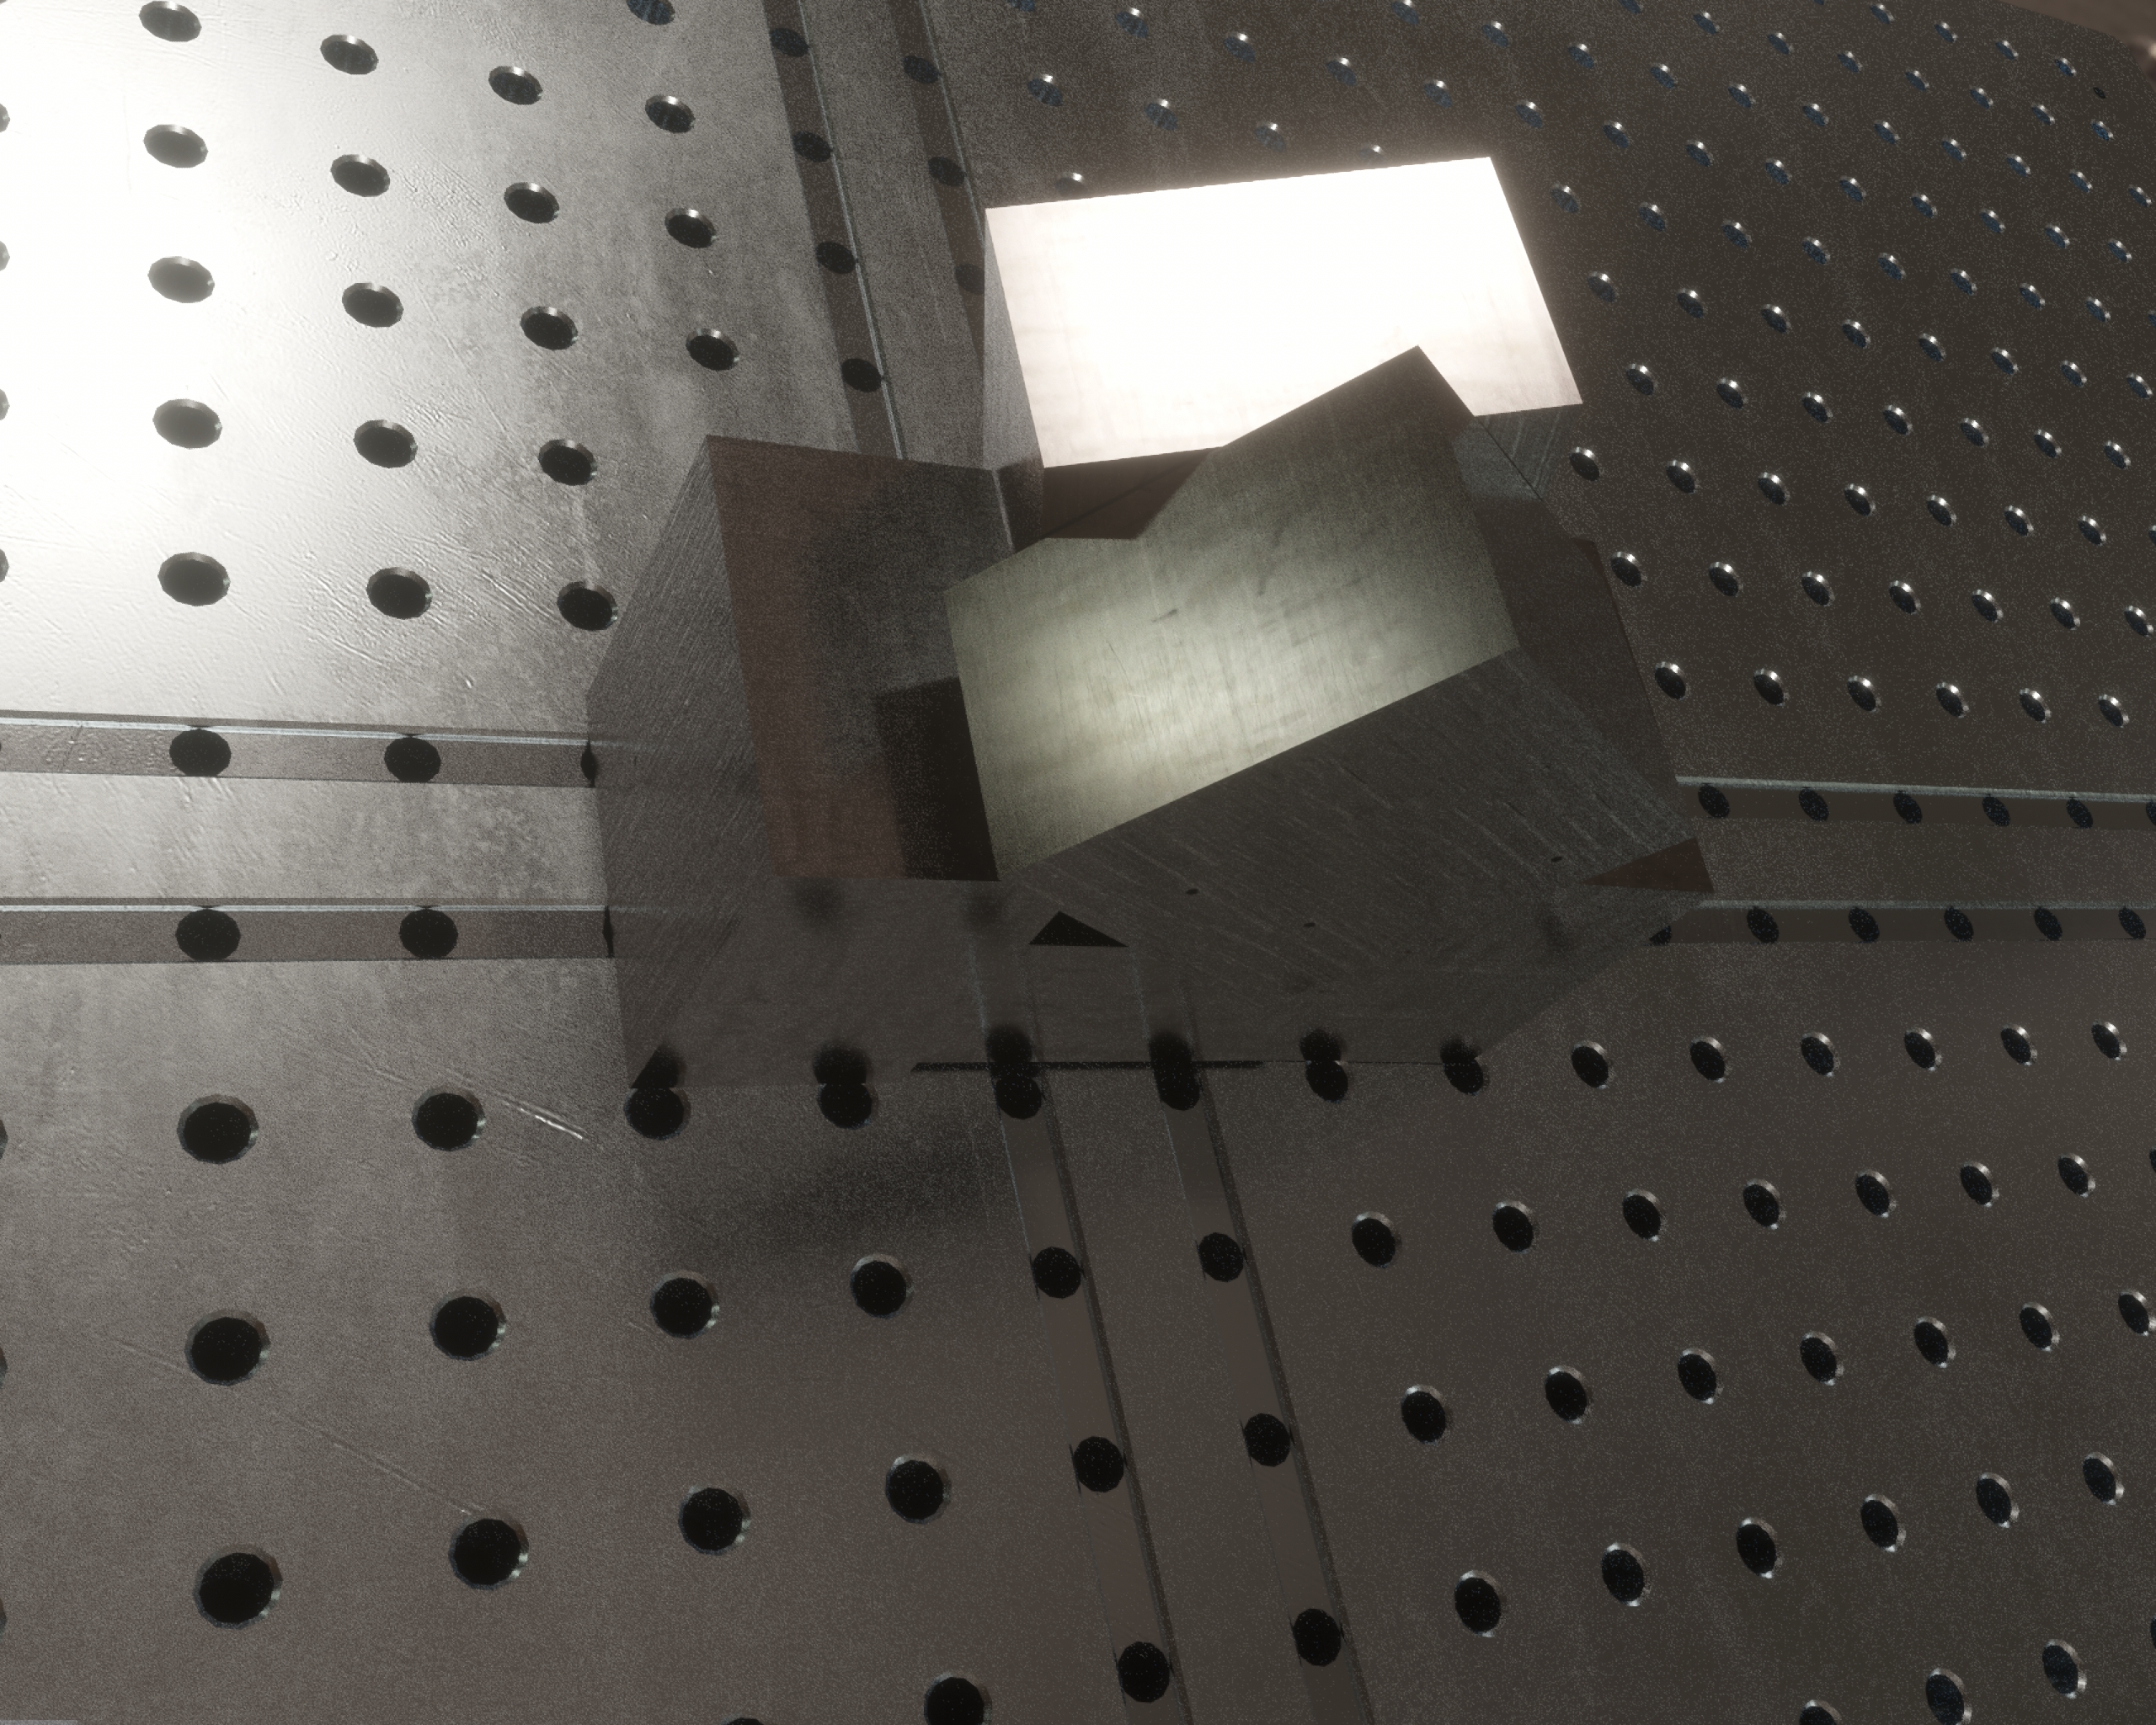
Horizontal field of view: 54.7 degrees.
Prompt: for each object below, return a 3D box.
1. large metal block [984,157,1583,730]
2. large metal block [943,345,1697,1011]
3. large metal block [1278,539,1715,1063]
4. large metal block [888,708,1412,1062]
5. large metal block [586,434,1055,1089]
[{"bbox_3d":[0.028,-0.066,0.348,0.081,0.080,0.050,-8,64,-7],"label":"large metal block"},{"bbox_3d":[0.039,-0.023,0.323,0.080,0.080,0.050,30,42,-54],"label":"large metal block"},{"bbox_3d":[0.071,-0.012,0.420,0.050,0.080,0.080,4,60,-27],"label":"large metal block"},{"bbox_3d":[0.007,-0.008,0.400,0.081,0.050,0.080,3,61,-27],"label":"large metal block"},{"bbox_3d":[-0.046,-0.014,0.358,0.050,0.080,0.080,2,61,-28],"label":"large metal block"}]
